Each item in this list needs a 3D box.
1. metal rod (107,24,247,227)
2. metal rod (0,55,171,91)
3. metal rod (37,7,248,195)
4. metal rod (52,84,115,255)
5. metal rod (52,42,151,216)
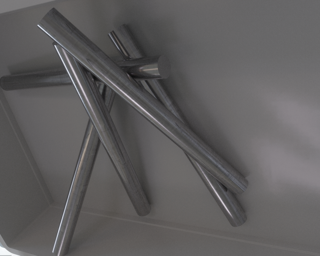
[{"bbox_3d":[0.029,0.006,0.397,0.025,0.025,0.299,-24,106,36],"label":"metal rod"},{"bbox_3d":[-0.119,-0.068,0.409,0.300,0.025,0.025,2,119,34],"label":"metal rod"},{"bbox_3d":[-0.003,-0.015,0.351,0.300,0.025,0.025,40,131,-20],"label":"metal rod"},{"bbox_3d":[-0.111,0.064,0.449,0.025,0.025,0.298,25,109,13],"label":"metal rod"},{"bbox_3d":[-0.064,0.020,0.418,0.025,0.025,0.299,3,132,27],"label":"metal rod"}]
